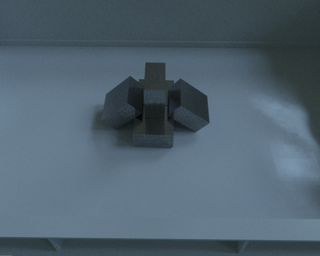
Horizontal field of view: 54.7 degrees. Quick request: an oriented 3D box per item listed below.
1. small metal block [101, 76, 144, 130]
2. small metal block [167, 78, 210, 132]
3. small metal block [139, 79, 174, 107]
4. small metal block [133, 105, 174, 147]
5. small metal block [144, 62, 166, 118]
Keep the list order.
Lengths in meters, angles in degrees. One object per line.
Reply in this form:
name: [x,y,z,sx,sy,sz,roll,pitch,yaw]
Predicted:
small metal block: [-0.049,-0.033,0.412,0.050,0.025,0.050,-30,41,32]
small metal block: [0.038,-0.030,0.413,0.050,0.025,0.050,29,44,-28]
small metal block: [-0.006,-0.042,0.437,0.050,0.025,0.050,2,50,1]
small metal block: [-0.007,-0.003,0.405,0.050,0.025,0.050,2,50,2]
small metal block: [-0.006,-0.047,0.393,0.025,0.050,0.050,1,50,0]
